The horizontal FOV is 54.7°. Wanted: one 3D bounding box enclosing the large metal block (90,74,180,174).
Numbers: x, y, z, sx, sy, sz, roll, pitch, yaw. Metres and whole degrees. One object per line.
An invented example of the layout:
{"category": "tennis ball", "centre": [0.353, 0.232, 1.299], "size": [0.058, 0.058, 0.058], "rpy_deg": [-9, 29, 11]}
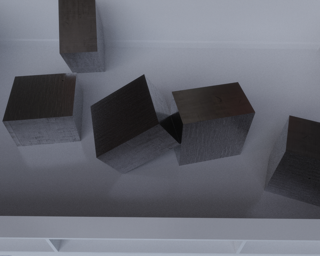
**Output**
{"category": "large metal block", "centre": [-0.032, -0.004, 0.370], "size": [0.080, 0.050, 0.080], "rpy_deg": [-28, 50, 15]}

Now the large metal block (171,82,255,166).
{"category": "large metal block", "centre": [0.058, -0.004, 0.373], "size": [0.081, 0.080, 0.050], "rpy_deg": [-9, 51, -8]}

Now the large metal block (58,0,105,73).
{"category": "large metal block", "centre": [-0.114, -0.134, 0.461], "size": [0.050, 0.080, 0.080], "rpy_deg": [-4, 81, -4]}

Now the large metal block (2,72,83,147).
{"category": "large metal block", "centre": [-0.148, -0.025, 0.408], "size": [0.081, 0.050, 0.080], "rpy_deg": [-5, 50, -5]}

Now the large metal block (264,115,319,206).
{"category": "large metal block", "centre": [0.168, 0.040, 0.338], "size": [0.080, 0.080, 0.050], "rpy_deg": [15, 52, 12]}
